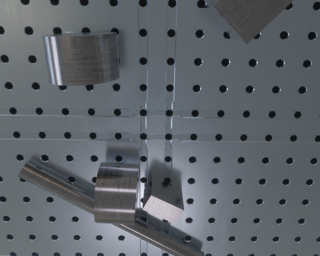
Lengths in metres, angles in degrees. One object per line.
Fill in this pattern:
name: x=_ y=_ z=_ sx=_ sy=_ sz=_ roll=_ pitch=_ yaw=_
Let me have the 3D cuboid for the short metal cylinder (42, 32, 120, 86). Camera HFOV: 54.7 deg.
short metal cylinder: x=-0.088 y=-0.081 z=0.353 sx=0.081 sy=0.080 sz=0.050 roll=-2 pitch=110 yaw=0

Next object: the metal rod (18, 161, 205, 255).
metal rod: x=-0.064 y=0.132 z=0.461 sx=0.301 sy=0.025 sz=0.025 roll=31 pitch=107 yaw=-11

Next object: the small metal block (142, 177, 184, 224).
small metal block: x=0.005 y=0.101 z=0.437 sx=0.050 sy=0.050 sz=0.025 roll=27 pitch=108 yaw=-10

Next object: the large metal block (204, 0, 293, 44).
large metal block: x=0.098 y=-0.141 z=0.333 sx=0.080 sy=0.080 sz=0.050 roll=-43 pitch=105 yaw=14

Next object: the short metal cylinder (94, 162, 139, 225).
short metal cylinder: x=-0.056 y=0.087 z=0.416 sx=0.050 sy=0.080 sz=0.079 roll=4 pitch=110 yaw=-2
